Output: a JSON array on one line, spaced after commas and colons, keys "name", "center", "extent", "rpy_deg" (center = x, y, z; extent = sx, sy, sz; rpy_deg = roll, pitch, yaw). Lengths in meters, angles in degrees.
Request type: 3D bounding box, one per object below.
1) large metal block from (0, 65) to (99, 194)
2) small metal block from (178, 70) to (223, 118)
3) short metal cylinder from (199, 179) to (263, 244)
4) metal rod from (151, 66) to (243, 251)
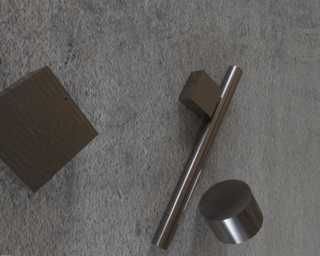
[{"name": "large metal block", "center": [-0.120, 0.000, 0.289], "extent": [0.080, 0.050, 0.080], "rpy_deg": [-47, 118, -30]}, {"name": "small metal block", "center": [0.061, -0.050, 0.458], "extent": [0.050, 0.025, 0.050], "rpy_deg": [39, 66, -34]}, {"name": "short metal cylinder", "center": [0.105, 0.123, 0.460], "extent": [0.080, 0.080, 0.050], "rpy_deg": [-45, 118, -31]}, {"name": "metal rod", "center": [0.062, 0.031, 0.459], "extent": [0.025, 0.025, 0.300], "rpy_deg": [41, 65, -33]}]
